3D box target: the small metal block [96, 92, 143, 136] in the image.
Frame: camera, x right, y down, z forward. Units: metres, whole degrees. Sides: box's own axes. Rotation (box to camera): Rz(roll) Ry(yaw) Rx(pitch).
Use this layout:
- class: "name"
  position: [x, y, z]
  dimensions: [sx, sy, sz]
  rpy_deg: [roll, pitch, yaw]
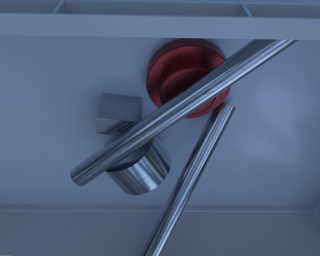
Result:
- class: "small metal block"
  position: [-0.049, -0.016, 0.378]
  dimensions: [0.050, 0.050, 0.025]
  rpy_deg: [7, 130, -6]

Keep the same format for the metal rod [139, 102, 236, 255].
- class: "metal rod"
  position: [0.021, 0.102, 0.415]
  dimensions: [0.025, 0.025, 0.298]
  rpy_deg: [22, 101, -18]

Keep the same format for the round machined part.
- class: "round machined part"
  position: [0.033, -0.050, 0.356]
  dimensions: [0.099, 0.042, 0.097]
  rpy_deg: [-1, 130, 0]

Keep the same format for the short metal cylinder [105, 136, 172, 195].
- class: "short metal cylinder"
  position: [-0.032, 0.041, 0.407]
  dimensions: [0.080, 0.080, 0.050]
  rpy_deg: [-21, 127, 17]

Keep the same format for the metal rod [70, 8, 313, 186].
- class: "metal rod"
  position: [0.016, -0.019, 0.332]
  dimensions: [0.300, 0.025, 0.025]
  rpy_deg: [-34, 123, 20]
